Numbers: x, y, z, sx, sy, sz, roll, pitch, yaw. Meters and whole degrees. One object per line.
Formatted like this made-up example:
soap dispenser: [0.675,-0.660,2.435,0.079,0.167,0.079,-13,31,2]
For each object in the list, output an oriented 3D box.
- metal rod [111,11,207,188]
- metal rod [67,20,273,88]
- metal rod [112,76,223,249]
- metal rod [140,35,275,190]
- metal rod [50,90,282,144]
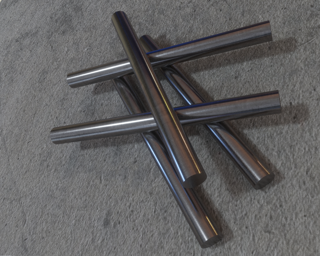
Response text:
metal rod: [-0.015,-0.059,0.384,0.025,0.025,0.299,-30,52,9]
metal rod: [-0.002,-0.097,0.433,0.301,0.025,0.025,-9,58,23]
metal rod: [-0.009,0.012,0.400,0.025,0.025,0.300,-35,51,5]
metal rod: [0.041,-0.042,0.408,0.025,0.025,0.300,-37,51,3]
metal rod: [-0.011,-0.008,0.383,0.301,0.025,0.025,-8,58,23]
